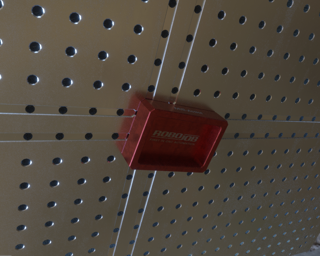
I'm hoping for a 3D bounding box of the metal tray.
[{"bbox_3d":[0.023,0.016,0.431,0.131,0.030,0.089,8,115,-32],"label":"metal tray"}]
